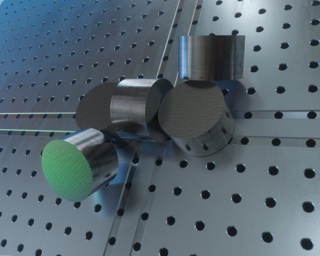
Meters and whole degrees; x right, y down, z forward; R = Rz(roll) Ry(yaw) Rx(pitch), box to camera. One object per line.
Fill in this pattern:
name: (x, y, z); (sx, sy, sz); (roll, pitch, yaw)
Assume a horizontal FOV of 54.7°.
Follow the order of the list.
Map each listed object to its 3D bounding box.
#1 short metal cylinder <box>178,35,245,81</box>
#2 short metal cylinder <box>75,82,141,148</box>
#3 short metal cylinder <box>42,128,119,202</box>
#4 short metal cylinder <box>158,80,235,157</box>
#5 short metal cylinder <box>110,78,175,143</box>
short metal cylinder: (0.063, -0.088, 0.385); (0.080, 0.081, 0.050); (9, 108, 32)
short metal cylinder: (-0.070, -0.018, 0.437); (0.080, 0.050, 0.080); (-13, 56, 20)
short metal cylinder: (-0.100, 0.045, 0.389); (0.080, 0.050, 0.079); (9, 110, 26)
short metal cylinder: (0.045, -0.012, 0.374); (0.080, 0.050, 0.080); (-13, 56, 20)
short metal cylinder: (-0.018, -0.023, 0.395); (0.050, 0.080, 0.080); (5, 64, 30)
